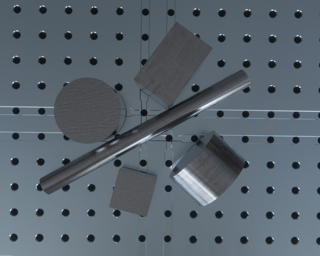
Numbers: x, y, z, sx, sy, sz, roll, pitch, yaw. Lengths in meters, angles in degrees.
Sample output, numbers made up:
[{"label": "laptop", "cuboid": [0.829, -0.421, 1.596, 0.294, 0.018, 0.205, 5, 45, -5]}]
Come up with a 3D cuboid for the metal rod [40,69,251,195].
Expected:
[{"label": "metal rod", "cuboid": [-0.019, 0.005, 0.410, 0.301, 0.025, 0.025, -28, 90, 0]}]

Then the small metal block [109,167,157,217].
[{"label": "small metal block", "cuboid": [-0.035, 0.084, 0.410, 0.050, 0.025, 0.050, 15, 90, 0]}]

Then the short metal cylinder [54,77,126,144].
[{"label": "short metal cylinder", "cuboid": [-0.087, -0.021, 0.396, 0.081, 0.050, 0.079, 0, 90, 0]}]

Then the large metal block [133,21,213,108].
[{"label": "large metal block", "cuboid": [0.015, -0.072, 0.383, 0.050, 0.080, 0.080, 36, 90, 0]}]

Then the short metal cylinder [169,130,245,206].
[{"label": "short metal cylinder", "cuboid": [0.057, 0.049, 0.383, 0.050, 0.080, 0.080, 44, 90, -1]}]
